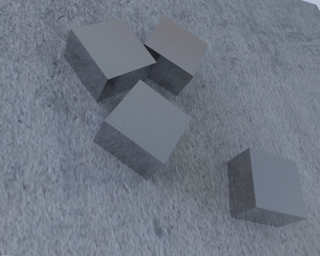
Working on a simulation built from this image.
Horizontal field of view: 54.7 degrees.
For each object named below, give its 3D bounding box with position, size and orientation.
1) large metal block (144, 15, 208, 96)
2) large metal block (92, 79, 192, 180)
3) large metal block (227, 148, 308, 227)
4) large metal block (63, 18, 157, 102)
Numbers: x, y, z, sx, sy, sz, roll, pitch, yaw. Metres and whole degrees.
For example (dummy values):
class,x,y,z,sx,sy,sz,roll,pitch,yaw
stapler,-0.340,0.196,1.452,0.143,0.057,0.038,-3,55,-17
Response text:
class,x,y,z,sx,sy,sz,roll,pitch,yaw
large metal block,0.016,-0.108,0.464,0.080,0.050,0.080,32,51,-8
large metal block,-0.020,0.002,0.377,0.080,0.050,0.080,37,51,-4
large metal block,0.141,0.081,0.416,0.081,0.050,0.080,16,55,-19
large metal block,-0.066,-0.091,0.409,0.081,0.050,0.080,-29,78,-38
